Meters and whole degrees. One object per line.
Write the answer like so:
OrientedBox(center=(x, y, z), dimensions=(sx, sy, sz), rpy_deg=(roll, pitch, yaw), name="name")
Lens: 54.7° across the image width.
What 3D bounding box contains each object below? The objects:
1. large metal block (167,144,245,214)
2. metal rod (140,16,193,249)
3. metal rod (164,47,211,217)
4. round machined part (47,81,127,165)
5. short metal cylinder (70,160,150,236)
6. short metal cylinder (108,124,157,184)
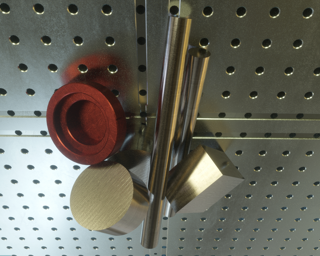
OrientedBox(center=(0.058, 0.072, 0.427), dimensions=(0.080, 0.050, 0.080), rpy_deg=(-44, 148, 17), name="large metal block")
OrientedBox(center=(0.003, 0.023, 0.374), dimensions=(0.025, 0.025, 0.298), rpy_deg=(5, 113, -5), name="metal rod")
OrientedBox(center=(0.030, 0.030, 0.437), dimensions=(0.025, 0.025, 0.298), rpy_deg=(4, 130, -4), name="metal rod")
OrientedBox(center=(-0.083, -0.008, 0.373), dimensions=(0.098, 0.042, 0.097), rpy_deg=(6, 105, 21), name="round machined part")
OrientedBox(center=(-0.059, 0.085, 0.373), dimensions=(0.080, 0.080, 0.050), rpy_deg=(-16, 151, 13), name="short metal cylinder")
OrientedBox(center=(-0.033, 0.041, 0.430), dimensions=(0.081, 0.050, 0.079), rpy_deg=(0, 130, 0), name="short metal cylinder")
